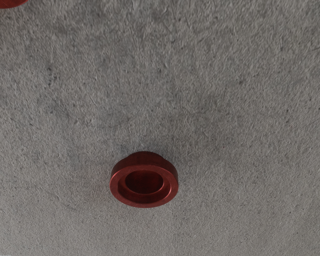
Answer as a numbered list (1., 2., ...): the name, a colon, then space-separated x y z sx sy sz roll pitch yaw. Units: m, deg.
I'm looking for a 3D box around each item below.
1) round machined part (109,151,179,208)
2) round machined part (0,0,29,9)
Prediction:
1. round machined part: -0.023 0.072 0.457 0.099 0.042 0.097 0 130 0
2. round machined part: -0.152 -0.151 0.266 0.099 0.042 0.097 0 130 0
